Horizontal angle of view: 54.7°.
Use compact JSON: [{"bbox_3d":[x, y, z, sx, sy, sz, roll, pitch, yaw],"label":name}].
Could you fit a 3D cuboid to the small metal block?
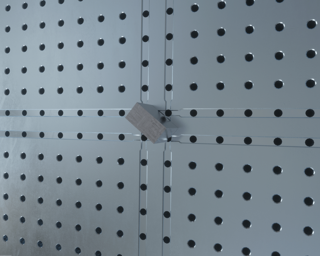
[{"bbox_3d":[-0.010,-0.006,0.402,0.050,0.050,0.025,42,103,15],"label":"small metal block"}]
